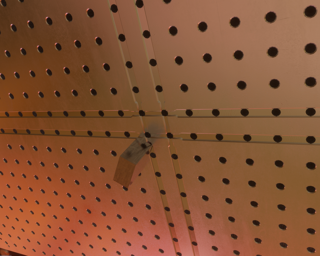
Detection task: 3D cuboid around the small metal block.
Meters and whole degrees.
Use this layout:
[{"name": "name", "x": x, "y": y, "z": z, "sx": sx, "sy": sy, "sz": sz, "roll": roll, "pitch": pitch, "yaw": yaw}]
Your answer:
[{"name": "small metal block", "x": -0.039, "y": 0.050, "z": 0.445, "sx": 0.025, "sy": 0.050, "sz": 0.050, "roll": 28, "pitch": 128, "yaw": 10}]
